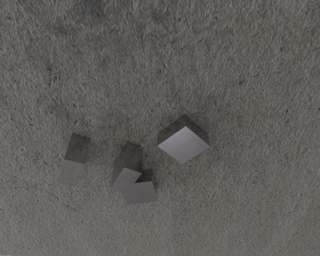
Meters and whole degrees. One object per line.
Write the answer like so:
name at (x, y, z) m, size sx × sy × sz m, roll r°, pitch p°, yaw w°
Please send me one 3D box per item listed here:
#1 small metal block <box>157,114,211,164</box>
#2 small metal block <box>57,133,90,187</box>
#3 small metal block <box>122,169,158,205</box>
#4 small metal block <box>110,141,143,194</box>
small metal block at (0.032, 0.016, 0.421) m, size 0.050 × 0.025 × 0.050 m, roll -36°, pitch 122°, yaw 26°
small metal block at (-0.118, 0.044, 0.427) m, size 0.025 × 0.050 × 0.050 m, roll 17°, pitch 128°, yaw -14°
small metal block at (-0.032, 0.093, 0.486) m, size 0.050 × 0.025 × 0.050 m, roll -8°, pitch 130°, yaw 6°
small metal block at (-0.047, 0.056, 0.438) m, size 0.025 × 0.050 × 0.050 m, roll 22°, pitch 127°, yaw -18°
